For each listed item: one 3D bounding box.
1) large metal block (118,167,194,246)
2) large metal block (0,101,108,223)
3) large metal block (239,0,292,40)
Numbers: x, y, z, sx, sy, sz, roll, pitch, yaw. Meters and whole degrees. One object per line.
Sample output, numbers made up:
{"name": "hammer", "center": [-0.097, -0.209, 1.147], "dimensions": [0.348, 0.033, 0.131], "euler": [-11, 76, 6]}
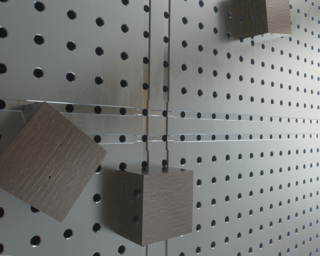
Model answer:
{"name": "large metal block", "center": [-0.005, 0.093, 0.391], "dimensions": [0.081, 0.050, 0.079], "euler": [2, 89, -40]}
{"name": "large metal block", "center": [-0.113, 0.032, 0.300], "dimensions": [0.080, 0.050, 0.080], "euler": [45, 63, -31]}
{"name": "large metal block", "center": [0.190, -0.204, 0.555], "dimensions": [0.081, 0.050, 0.079], "euler": [-12, 98, -40]}
